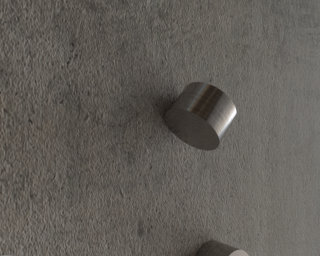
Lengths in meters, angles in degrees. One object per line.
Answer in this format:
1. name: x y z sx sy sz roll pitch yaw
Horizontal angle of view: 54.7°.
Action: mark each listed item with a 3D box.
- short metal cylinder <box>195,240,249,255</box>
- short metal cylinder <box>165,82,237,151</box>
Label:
1. short metal cylinder: 0.094 0.217 0.467 0.081 0.050 0.080 0 90 -40
2. short metal cylinder: 0.054 -0.015 0.414 0.080 0.080 0.050 51 60 -28
